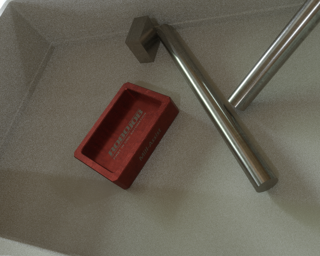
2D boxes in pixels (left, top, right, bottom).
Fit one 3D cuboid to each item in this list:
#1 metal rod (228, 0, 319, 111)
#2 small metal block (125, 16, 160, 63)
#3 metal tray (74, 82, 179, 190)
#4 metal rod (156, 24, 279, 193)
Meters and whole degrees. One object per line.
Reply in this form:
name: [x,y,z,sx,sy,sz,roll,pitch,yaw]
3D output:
metal rod: [0.171,-0.138,0.313,0.298,0.025,0.025,-54,47,26]
small metal block: [-0.025,-0.138,0.486,0.025,0.050,0.050,2,63,29]
metal tray: [-0.046,0.006,0.421,0.090,0.030,0.130,24,74,36]
metal rod: [0.057,-0.049,0.404,0.025,0.025,0.300,-31,52,8]
